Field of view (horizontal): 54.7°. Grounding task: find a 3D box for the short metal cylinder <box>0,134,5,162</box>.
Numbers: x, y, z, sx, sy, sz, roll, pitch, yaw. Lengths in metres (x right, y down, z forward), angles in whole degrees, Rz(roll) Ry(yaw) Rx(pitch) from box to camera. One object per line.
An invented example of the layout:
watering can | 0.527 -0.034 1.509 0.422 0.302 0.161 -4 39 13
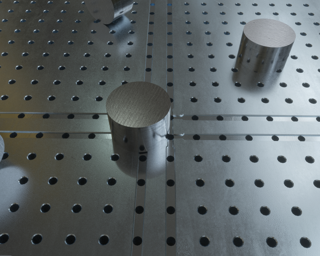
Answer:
short metal cylinder | -0.229 0.024 0.350 0.050 0.080 0.080 29 56 22

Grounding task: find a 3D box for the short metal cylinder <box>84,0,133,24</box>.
short metal cylinder | -0.097 -0.241 0.574 0.080 0.080 0.050 31 57 23

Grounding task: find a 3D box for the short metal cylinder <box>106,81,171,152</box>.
short metal cylinder | -0.027 -0.015 0.404 0.081 0.050 0.080 0 50 0

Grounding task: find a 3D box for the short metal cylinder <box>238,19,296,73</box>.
short metal cylinder | 0.172 -0.135 0.506 0.081 0.050 0.080 0 50 0
